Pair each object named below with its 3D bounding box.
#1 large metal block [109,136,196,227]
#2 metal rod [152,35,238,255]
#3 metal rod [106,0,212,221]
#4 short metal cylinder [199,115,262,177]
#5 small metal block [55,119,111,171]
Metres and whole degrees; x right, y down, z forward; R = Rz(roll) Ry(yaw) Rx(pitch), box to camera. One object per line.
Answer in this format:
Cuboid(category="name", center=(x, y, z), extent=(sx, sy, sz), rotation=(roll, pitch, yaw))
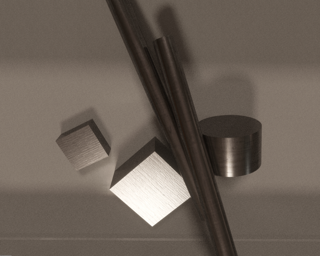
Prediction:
Cuboid(category="large metal block", center=(-0.009, 0.073, 0.425), extent=(0.080, 0.050, 0.080), rotation=(-41, 106, 13))
Cuboid(category="metal rod", center=(0.047, 0.042, 0.361), extent=(0.025, 0.025, 0.298), rotation=(-16, 95, 5))
Cuboid(category="metal rod", center=(0.004, -0.024, 0.373), extent=(0.025, 0.025, 0.299), rotation=(-22, 98, 7))
Cuboid(category="short metal cylinder", center=(0.086, 0.020, 0.391), extent=(0.080, 0.080, 0.050), rotation=(-5, 110, 1))
Cuboid(category="small metal block", center=(-0.102, 0.023, 0.418), extent=(0.050, 0.025, 0.050), rotation=(-26, 109, 8))
